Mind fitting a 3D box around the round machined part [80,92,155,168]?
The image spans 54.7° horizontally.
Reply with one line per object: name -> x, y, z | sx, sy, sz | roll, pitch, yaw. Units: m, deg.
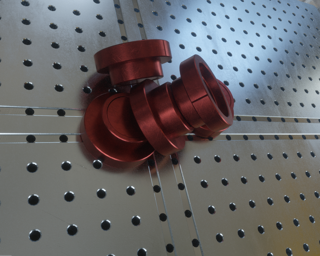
round machined part -> -0.043, -0.004, 0.378 | 0.099, 0.042, 0.098 | 14, 56, -21

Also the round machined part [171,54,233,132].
round machined part -> 0.050, -0.039, 0.388 | 0.098, 0.042, 0.098 | 47, 27, -34

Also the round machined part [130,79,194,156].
round machined part -> 0.008, -0.018, 0.384 | 0.098, 0.042, 0.098 | 53, 21, -30

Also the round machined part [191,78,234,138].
round machined part -> 0.070, -0.038, 0.460 | 0.099, 0.042, 0.098 | 14, 56, -21

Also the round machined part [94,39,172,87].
round machined part -> -0.032, -0.080, 0.401 | 0.099, 0.098, 0.042 | -13, 95, -34
